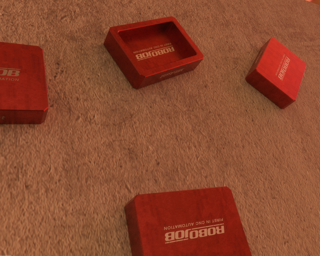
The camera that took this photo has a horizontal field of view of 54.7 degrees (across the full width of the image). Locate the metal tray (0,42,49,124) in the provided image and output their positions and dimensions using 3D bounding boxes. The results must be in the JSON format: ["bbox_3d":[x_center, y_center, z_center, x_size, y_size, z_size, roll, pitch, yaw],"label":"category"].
[{"bbox_3d":[-0.192,-0.050,0.328,0.131,0.030,0.090,0,62,-28],"label":"metal tray"}]

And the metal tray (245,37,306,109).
[{"bbox_3d":[0.222,-0.106,0.584,0.090,0.030,0.130,38,51,-3],"label":"metal tray"}]

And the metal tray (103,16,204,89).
[{"bbox_3d":[-0.006,-0.118,0.468,0.131,0.030,0.090,-25,76,-37],"label":"metal tray"}]

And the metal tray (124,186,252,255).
[{"bbox_3d":[0.032,0.117,0.346,0.131,0.030,0.090,1,61,-28],"label":"metal tray"}]
